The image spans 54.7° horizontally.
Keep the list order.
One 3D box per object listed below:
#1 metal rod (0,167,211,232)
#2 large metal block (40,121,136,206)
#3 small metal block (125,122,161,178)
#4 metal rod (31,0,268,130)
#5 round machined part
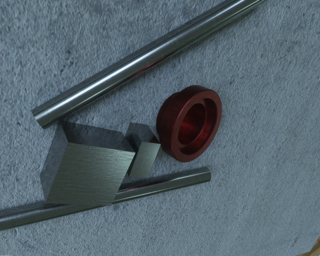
[{"bbox_3d":[-0.061,0.093,0.432,0.303,0.025,0.025,-8,122,-25],"label":"metal rod"},{"bbox_3d":[-0.088,0.044,0.371,0.081,0.050,0.079,12,112,-34],"label":"large metal block"},{"bbox_3d":[-0.027,0.027,0.393,0.025,0.050,0.050,9,114,-28],"label":"small metal block"},{"bbox_3d":[-0.003,-0.087,0.352,0.301,0.025,0.025,-32,129,-8],"label":"metal rod"},{"bbox_3d":[0.033,-0.009,0.398,0.099,0.042,0.097,-27,130,-37],"label":"round machined part"}]
